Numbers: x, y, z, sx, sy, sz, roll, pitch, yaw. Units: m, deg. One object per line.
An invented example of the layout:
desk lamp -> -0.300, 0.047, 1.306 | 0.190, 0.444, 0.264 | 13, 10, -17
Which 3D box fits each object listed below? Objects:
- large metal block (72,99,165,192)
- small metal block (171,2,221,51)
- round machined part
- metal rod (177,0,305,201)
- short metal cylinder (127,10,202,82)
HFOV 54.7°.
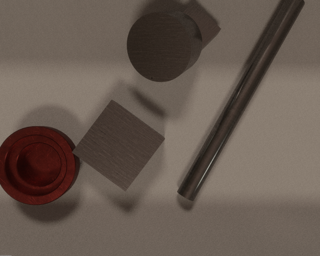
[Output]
large metal block -> -0.050, 0.021, 0.398 | 0.080, 0.050, 0.080 | 37, 90, -1
small metal block -> 0.044, -0.128, 0.412 | 0.050, 0.025, 0.050 | 45, 90, -1
round machined part -> -0.153, 0.046, 0.401 | 0.099, 0.042, 0.097 | 0, 90, -1
metal rod -> 0.107, -0.039, 0.412 | 0.025, 0.025, 0.299 | 30, 90, -1
short metal cylinder -> 0.007, -0.102, 0.382 | 0.080, 0.050, 0.079 | 9, 115, 19
